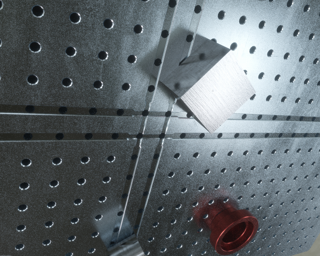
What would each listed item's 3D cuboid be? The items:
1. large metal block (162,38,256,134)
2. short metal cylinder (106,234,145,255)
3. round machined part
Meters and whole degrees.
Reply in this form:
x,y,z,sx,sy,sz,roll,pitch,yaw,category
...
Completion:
x,y,z,sx,sy,sz,roll,pitch,yaw,category
0.064,-0.053,0.399,0.080,0.050,0.080,-44,130,2,large metal block
-0.044,0.216,0.487,0.050,0.080,0.080,-26,128,-12,short metal cylinder
0.137,0.194,0.599,0.099,0.042,0.097,-14,125,-21,round machined part
